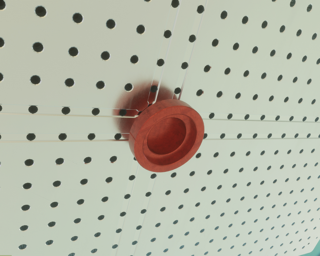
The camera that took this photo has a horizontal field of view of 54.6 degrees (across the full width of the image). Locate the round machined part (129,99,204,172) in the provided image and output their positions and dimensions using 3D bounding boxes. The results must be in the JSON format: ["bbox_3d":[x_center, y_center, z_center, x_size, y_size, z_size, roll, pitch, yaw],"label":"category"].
[{"bbox_3d":[0.005,0.006,0.405,0.099,0.042,0.097,-14,124,-21],"label":"round machined part"}]
